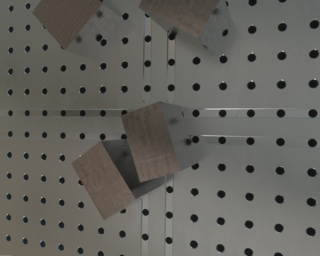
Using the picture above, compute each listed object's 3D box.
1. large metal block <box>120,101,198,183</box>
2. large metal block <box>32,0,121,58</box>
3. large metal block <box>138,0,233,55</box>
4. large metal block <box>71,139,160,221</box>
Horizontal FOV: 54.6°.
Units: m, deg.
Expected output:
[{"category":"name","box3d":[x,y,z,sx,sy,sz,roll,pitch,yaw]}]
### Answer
[{"category":"large metal block","box3d":[0.002,0.016,0.383,0.050,0.080,0.080,-19,84,19]},{"category":"large metal block","box3d":[-0.119,-0.162,0.442,0.080,0.050,0.080,-45,76,14]},{"category":"large metal block","box3d":[0.034,-0.137,0.372,0.080,0.080,0.050,34,101,17]},{"category":"large metal block","box3d":[-0.054,0.062,0.403,0.050,0.080,0.080,-37,78,16]}]
